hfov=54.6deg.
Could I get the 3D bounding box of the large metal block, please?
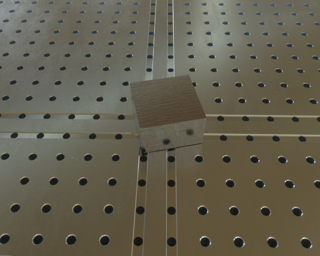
[{"bbox_3d":[0.008,-0.020,0.407,0.080,0.050,0.080,-9,51,-8],"label":"large metal block"}]
